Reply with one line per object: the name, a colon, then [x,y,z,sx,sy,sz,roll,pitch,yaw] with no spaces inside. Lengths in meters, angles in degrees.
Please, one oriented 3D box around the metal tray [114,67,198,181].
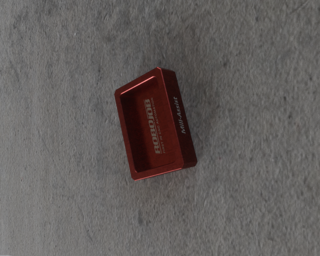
metal tray: [-0.009,-0.003,0.410,0.090,0.030,0.129,-21,77,38]
